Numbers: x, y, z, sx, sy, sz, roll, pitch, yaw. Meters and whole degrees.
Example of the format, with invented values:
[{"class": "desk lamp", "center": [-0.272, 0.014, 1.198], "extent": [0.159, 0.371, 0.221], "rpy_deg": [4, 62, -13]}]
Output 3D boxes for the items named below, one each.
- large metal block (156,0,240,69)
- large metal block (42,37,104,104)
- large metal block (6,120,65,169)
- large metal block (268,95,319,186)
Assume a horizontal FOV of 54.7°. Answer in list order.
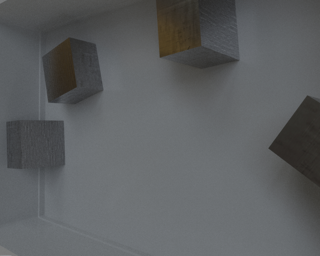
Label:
[{"class": "large metal block", "center": [0.042, -0.114, 0.335], "extent": [0.050, 0.081, 0.080], "rpy_deg": [-6, 86, 39]}, {"class": "large metal block", "center": [-0.144, -0.090, 0.506], "extent": [0.080, 0.050, 0.080], "rpy_deg": [-18, 79, 38]}, {"class": "large metal block", "center": [-0.219, 0.028, 0.548], "extent": [0.050, 0.081, 0.080], "rpy_deg": [-4, 88, 40]}, {"class": "large metal block", "center": [0.149, 0.019, 0.248], "extent": [0.080, 0.081, 0.050], "rpy_deg": [43, 116, 31]}]
